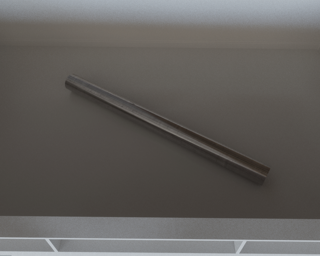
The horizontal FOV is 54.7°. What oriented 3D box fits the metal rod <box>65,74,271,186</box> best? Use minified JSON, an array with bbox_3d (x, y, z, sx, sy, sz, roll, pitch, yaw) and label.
[{"bbox_3d":[-0.004,-0.007,0.408,0.301,0.025,0.025,26,55,20],"label":"metal rod"}]
